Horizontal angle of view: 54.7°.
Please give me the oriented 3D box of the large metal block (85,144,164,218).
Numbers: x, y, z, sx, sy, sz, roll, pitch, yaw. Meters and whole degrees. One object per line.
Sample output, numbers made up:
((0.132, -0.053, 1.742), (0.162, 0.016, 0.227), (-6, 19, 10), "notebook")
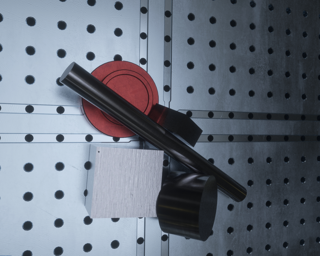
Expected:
((-0.045, 0.064, 0.381), (0.081, 0.050, 0.080), (5, 88, -20), "large metal block")

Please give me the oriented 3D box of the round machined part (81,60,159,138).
((-0.047, -0.036, 0.387), (0.099, 0.042, 0.097), (0, 90, -21), "round machined part")

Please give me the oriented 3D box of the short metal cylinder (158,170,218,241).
((0.038, 0.097, 0.392), (0.080, 0.050, 0.079), (4, 90, -65), "short metal cylinder")

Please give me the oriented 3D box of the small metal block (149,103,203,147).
((0.019, -0.003, 0.397), (0.025, 0.050, 0.050), (-60, 142, -7), "small metal block")

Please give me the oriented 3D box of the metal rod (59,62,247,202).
((0.012, 0.021, 0.384), (0.301, 0.025, 0.025), (36, 78, -30), "metal rod")
